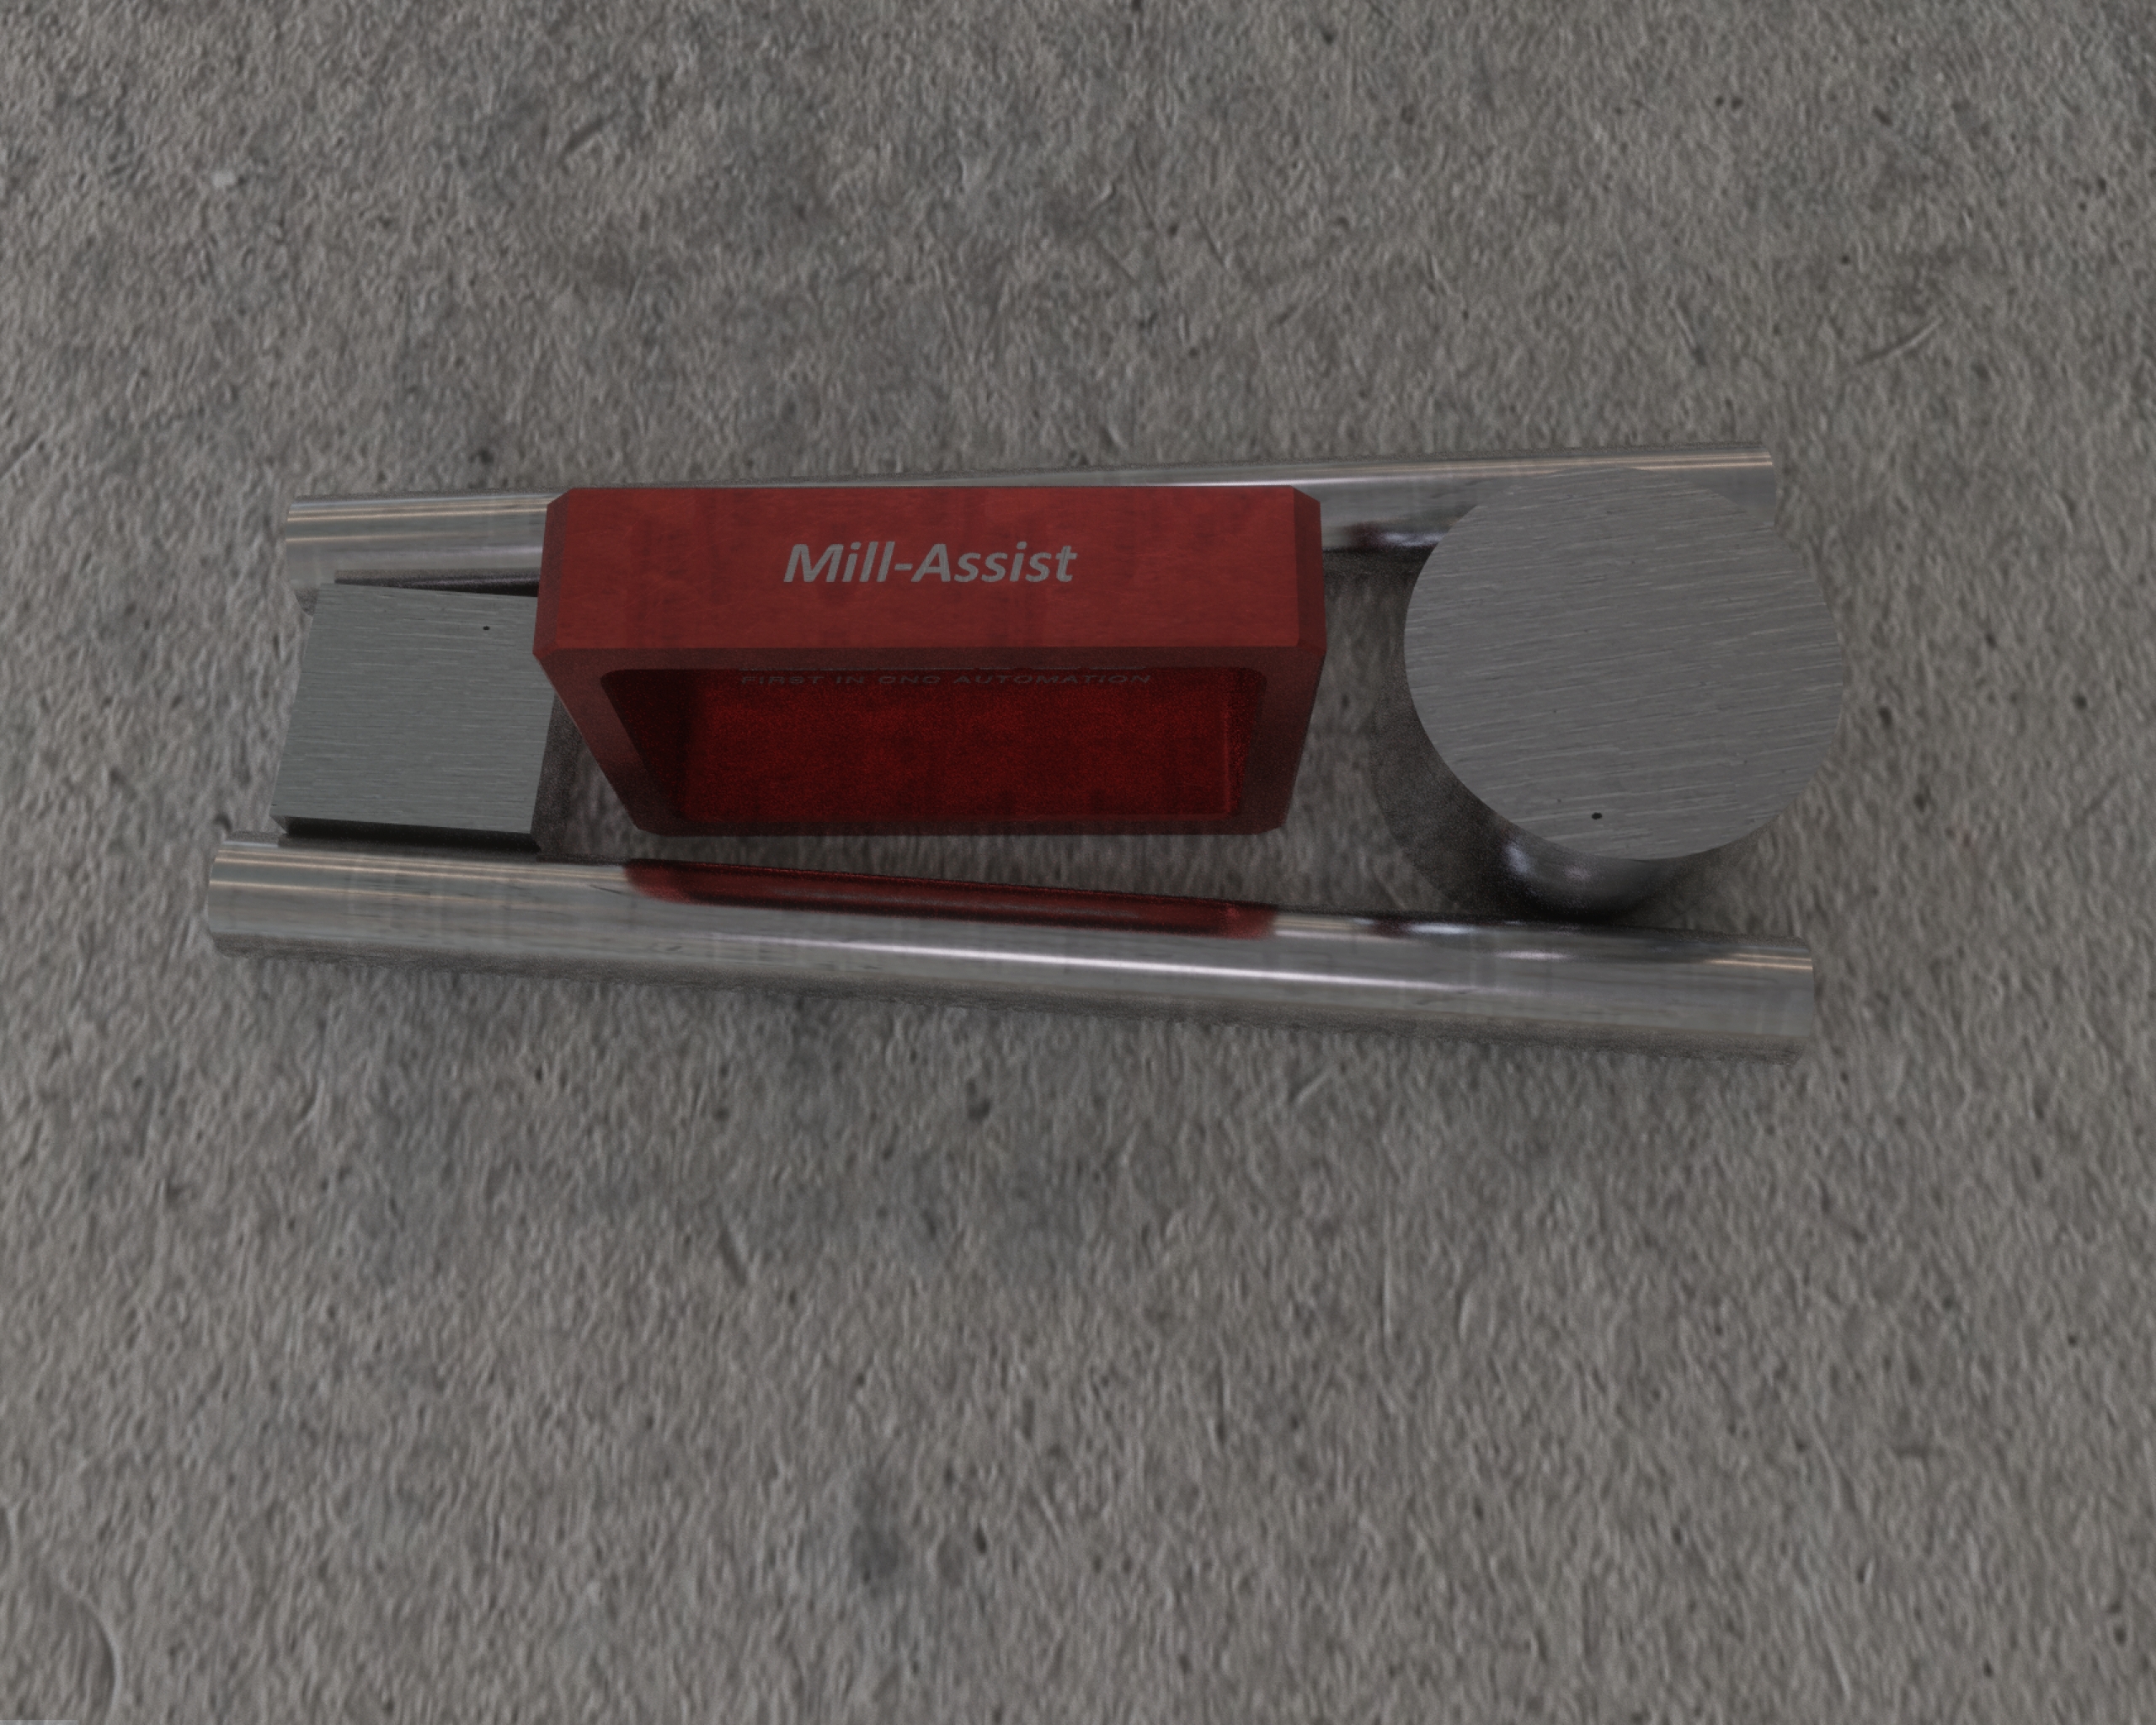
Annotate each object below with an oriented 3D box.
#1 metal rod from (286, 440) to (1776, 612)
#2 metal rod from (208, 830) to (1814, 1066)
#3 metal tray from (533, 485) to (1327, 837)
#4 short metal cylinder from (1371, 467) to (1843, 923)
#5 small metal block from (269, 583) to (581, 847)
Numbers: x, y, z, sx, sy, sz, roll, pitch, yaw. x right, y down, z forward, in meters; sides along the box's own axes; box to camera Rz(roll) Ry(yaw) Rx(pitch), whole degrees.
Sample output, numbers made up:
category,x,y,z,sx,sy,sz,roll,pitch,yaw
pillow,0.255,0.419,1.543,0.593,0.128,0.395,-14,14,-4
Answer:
category,x,y,z,sx,sy,sz,roll,pitch,yaw
metal rod,-0.008,-0.070,0.435,0.302,0.025,0.025,-2,70,-1
metal rod,-0.013,0.016,0.403,0.302,0.025,0.025,4,70,1
metal tray,-0.024,-0.034,0.386,0.131,0.090,0.030,0,70,0
short metal cylinder,0.100,-0.030,0.407,0.081,0.050,0.080,0,70,0
small metal block,-0.128,-0.027,0.419,0.050,0.025,0.050,4,70,1
